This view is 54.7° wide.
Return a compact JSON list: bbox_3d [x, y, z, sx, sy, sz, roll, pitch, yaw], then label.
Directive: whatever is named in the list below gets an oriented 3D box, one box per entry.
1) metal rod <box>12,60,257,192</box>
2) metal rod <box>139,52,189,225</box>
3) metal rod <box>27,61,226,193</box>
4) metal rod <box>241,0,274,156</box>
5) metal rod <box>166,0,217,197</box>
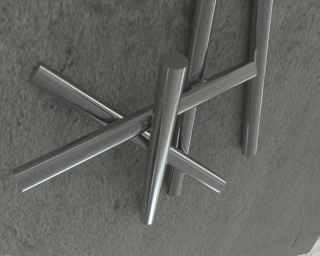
[{"bbox_3d":[-0.010,-0.013,0.350,0.302,0.025,0.025,-27,128,-20],"label":"metal rod"},{"bbox_3d":[-0.004,0.041,0.376,0.025,0.025,0.298,-15,142,-20],"label":"metal rod"},{"bbox_3d":[-0.017,0.015,0.385,0.301,0.025,0.025,34,99,-32],"label":"metal rod"},{"bbox_3d":[0.134,-0.083,0.430,0.025,0.025,0.298,-19,126,-18],"label":"metal rod"},{"bbox_3d":[0.037,-0.032,0.409,0.025,0.025,0.298,-7,122,-25],"label":"metal rod"}]
